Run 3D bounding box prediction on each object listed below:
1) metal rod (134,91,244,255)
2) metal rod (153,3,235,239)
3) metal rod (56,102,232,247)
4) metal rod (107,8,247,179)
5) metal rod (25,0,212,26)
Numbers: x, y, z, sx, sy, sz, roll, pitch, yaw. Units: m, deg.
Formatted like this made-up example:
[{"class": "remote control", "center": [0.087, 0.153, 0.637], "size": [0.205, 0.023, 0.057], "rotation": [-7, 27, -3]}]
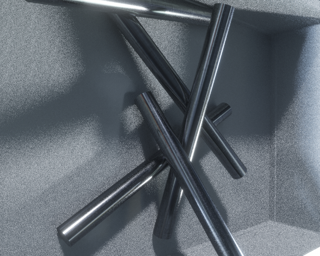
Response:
[{"class": "metal rod", "center": [0.049, 0.088, 0.358], "size": [0.025, 0.025, 0.299], "rotation": [-18, 73, -39]}, {"class": "metal rod", "center": [0.040, -0.002, 0.391], "size": [0.025, 0.025, 0.298], "rotation": [8, 100, -40]}, {"class": "metal rod", "center": [0.002, 0.042, 0.407], "size": [0.302, 0.025, 0.025], "rotation": [-35, 112, -34]}, {"class": "metal rod", "center": [0.028, -0.043, 0.406], "size": [0.300, 0.025, 0.025], "rotation": [51, 60, -20]}, {"class": "metal rod", "center": [-0.011, -0.143, 0.366], "size": [0.302, 0.025, 0.025], "rotation": [-15, 100, -48]}]
